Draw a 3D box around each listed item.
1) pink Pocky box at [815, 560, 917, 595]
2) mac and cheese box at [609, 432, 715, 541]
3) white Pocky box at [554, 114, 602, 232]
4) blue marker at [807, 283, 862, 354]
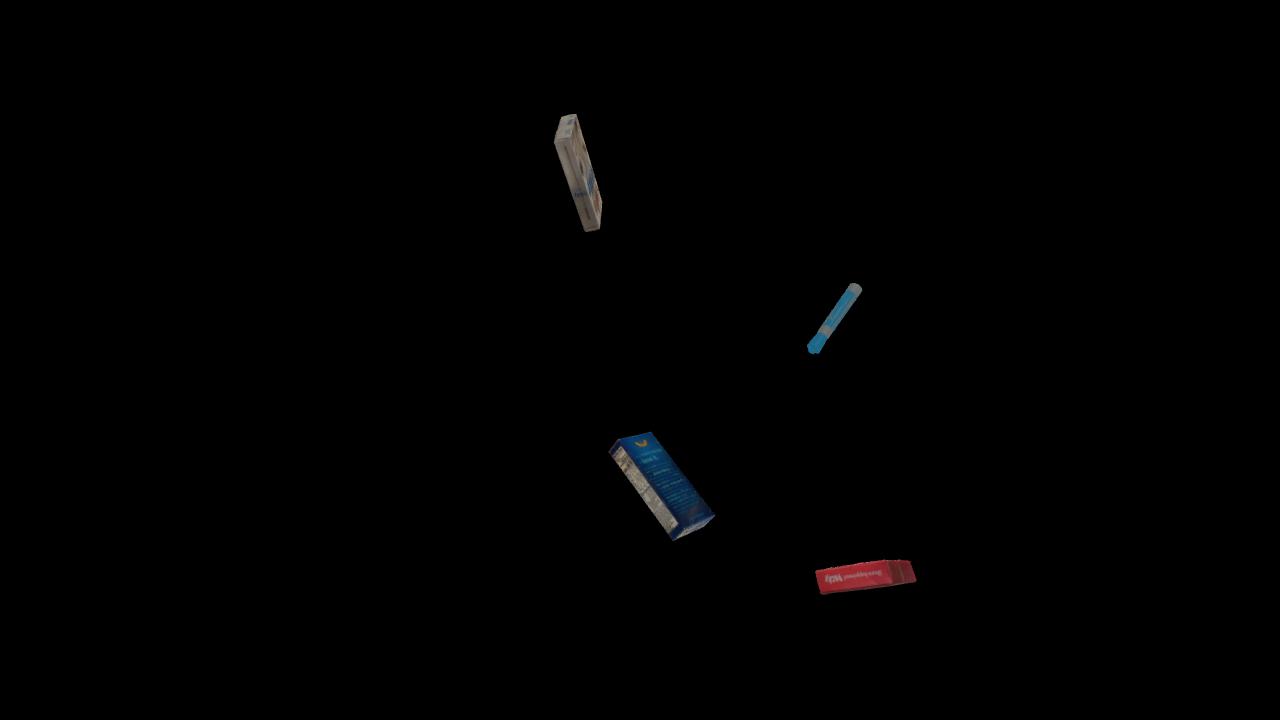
[{"bbox_3d":[0.279,0.265,0.753,0.084,0.029,0.155,-20,-26,27],"label":"pink Pocky box"},{"bbox_3d":[0.036,0.205,1.025,0.093,0.041,0.184,-6,49,-50],"label":"mac and cheese box"},{"bbox_3d":[-0.091,-0.282,0.933,0.028,0.084,0.154,-9,-46,10],"label":"white Pocky box"},{"bbox_3d":[0.260,-0.055,0.823,0.020,0.121,0.020,34,-19,13],"label":"blue marker"}]
